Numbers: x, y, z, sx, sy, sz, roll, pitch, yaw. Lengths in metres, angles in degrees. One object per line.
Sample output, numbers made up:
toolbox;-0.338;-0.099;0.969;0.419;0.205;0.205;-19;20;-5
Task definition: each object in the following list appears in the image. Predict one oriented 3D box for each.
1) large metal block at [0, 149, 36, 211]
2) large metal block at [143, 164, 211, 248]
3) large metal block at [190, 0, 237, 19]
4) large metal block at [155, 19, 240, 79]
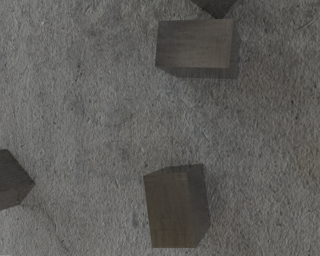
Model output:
large metal block;-0.255;0.080;0.470;0.080;0.080;0.050;44;104;14
large metal block;0.023;0.089;0.371;0.050;0.080;0.080;-8;87;20
large metal block;0.049;-0.180;0.362;0.080;0.080;0.050;42;103;15
large metal block;0.048;-0.089;0.363;0.080;0.080;0.050;5;92;20
